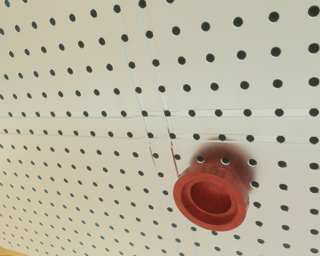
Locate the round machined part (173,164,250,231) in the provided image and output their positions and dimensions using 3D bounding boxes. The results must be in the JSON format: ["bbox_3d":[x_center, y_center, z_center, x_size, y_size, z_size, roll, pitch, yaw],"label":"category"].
[{"bbox_3d":[0.071,0.088,0.418,0.098,0.042,0.097,13,124,21],"label":"round machined part"}]
